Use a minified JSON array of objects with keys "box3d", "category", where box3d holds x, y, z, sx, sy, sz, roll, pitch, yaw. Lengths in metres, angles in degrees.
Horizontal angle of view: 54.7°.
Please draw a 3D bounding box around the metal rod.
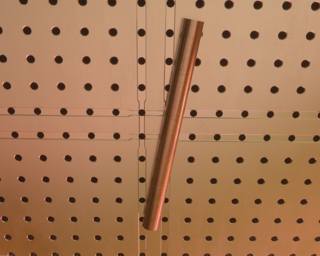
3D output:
[{"box3d":[0.013,0.010,0.417,0.025,0.025,0.298,10,110,-4],"category":"metal rod"}]
